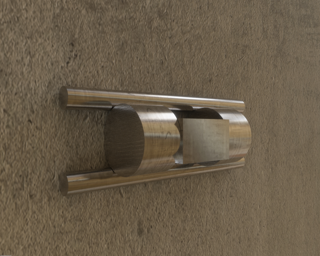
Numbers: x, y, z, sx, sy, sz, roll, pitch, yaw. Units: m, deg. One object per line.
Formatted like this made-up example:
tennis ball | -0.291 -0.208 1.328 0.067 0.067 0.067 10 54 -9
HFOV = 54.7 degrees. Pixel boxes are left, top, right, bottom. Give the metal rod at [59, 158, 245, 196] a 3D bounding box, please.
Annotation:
metal rod | 0.015 0.057 0.419 0.302 0.025 0.025 -1 91 -40

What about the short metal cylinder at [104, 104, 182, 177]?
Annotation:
short metal cylinder | -0.022 0.013 0.352 0.050 0.080 0.079 -1 91 -40

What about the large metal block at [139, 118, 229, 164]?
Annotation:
large metal block | 0.030 0.014 0.392 0.081 0.080 0.050 0 90 -40

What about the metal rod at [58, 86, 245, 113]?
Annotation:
metal rod | 0.015 -0.033 0.419 0.302 0.025 0.025 -1 91 -40

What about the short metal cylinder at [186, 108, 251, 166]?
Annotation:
short metal cylinder | 0.080 0.012 0.436 0.050 0.080 0.079 -1 91 -40
